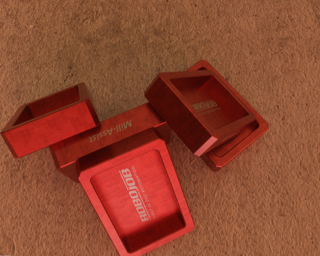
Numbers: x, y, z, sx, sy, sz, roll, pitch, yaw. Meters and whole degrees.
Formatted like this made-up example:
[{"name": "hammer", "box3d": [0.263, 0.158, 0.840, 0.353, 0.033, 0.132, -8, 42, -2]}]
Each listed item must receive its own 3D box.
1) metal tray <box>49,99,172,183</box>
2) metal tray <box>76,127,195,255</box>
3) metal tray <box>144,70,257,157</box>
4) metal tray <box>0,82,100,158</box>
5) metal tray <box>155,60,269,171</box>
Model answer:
[{"name": "metal tray", "box3d": [-0.052, 0.019, 0.367, 0.131, 0.090, 0.030, -23, 72, -9]}, {"name": "metal tray", "box3d": [-0.023, 0.074, 0.335, 0.091, 0.030, 0.129, -23, 117, -8]}, {"name": "metal tray", "box3d": [0.053, -0.025, 0.360, 0.090, 0.030, 0.131, 50, 33, 15]}, {"name": "metal tray", "box3d": [-0.123, -0.016, 0.363, 0.091, 0.130, 0.030, -23, 111, -9]}, {"name": "metal tray", "box3d": [0.066, -0.019, 0.414, 0.090, 0.030, 0.130, -37, 74, -13]}]
